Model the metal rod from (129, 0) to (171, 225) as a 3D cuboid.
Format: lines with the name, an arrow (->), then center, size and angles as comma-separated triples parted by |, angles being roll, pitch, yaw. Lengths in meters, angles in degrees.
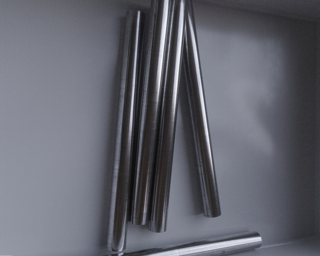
metal rod -> -0.012, -0.027, 0.390 | 0.025, 0.025, 0.298 | 5, 94, -20

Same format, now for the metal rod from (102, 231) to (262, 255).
metal rod -> 0.006, 0.165, 0.400 | 0.303, 0.025, 0.025 | 1, 90, -25

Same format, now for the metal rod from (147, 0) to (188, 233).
metal rod -> 0.009, -0.015, 0.403 | 0.025, 0.025, 0.298 | 4, 92, -20

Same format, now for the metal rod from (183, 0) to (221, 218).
metal rod -> 0.053, -0.025, 0.429 | 0.025, 0.025, 0.298 | -9, 93, -20

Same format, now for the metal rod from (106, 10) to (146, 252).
metal rod -> -0.043, 0.002, 0.394 | 0.025, 0.025, 0.298 | 5, 88, -20
